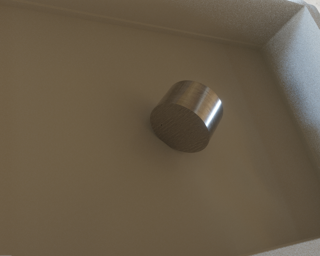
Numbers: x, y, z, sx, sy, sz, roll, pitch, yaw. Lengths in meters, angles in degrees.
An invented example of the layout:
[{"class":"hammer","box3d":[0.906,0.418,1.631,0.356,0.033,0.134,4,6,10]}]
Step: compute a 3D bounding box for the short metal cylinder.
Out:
[{"class":"short metal cylinder","box3d":[0.035,-0.014,0.399,0.080,0.080,0.050,38,51,-3]}]
